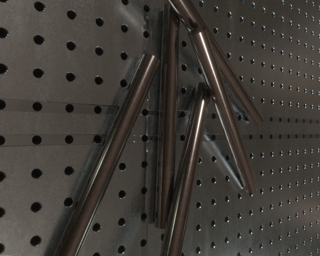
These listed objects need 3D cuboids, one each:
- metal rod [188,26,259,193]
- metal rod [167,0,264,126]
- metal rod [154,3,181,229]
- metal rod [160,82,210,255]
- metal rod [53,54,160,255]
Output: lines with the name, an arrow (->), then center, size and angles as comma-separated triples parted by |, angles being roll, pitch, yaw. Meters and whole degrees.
metal rod -> 0.105, -0.010, 0.474 | 0.025, 0.025, 0.299 | -46, 126, -30
metal rod -> 0.092, -0.097, 0.468 | 0.300, 0.025, 0.025 | 44, 63, -38
metal rod -> 0.011, -0.017, 0.419 | 0.025, 0.025, 0.298 | 4, 88, -40
metal rod -> 0.033, 0.072, 0.410 | 0.025, 0.025, 0.299 | 32, 62, -36
metal rod -> -0.064, 0.045, 0.357 | 0.025, 0.025, 0.299 | 34, 69, -35
